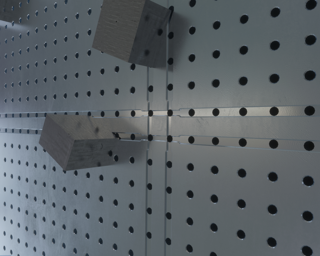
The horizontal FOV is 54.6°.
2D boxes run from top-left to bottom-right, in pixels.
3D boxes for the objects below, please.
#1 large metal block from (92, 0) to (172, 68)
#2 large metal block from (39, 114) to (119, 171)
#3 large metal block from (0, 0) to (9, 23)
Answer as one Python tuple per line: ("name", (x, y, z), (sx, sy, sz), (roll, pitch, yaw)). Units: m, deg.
("large metal block", (-0.041, -0.136, 0.428), (0.080, 0.050, 0.080), (29, 108, 36))
("large metal block", (-0.125, 0.019, 0.478), (0.080, 0.081, 0.050), (34, 111, 35))
("large metal block", (-0.397, -0.293, 0.724), (0.080, 0.050, 0.080), (12, 98, 39))
